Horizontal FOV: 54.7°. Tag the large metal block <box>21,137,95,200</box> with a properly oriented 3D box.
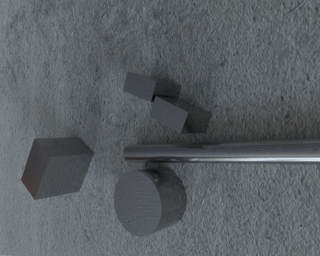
[{"bbox_3d":[-0.166,0.063,0.503,0.050,0.081,0.079,38,113,33],"label":"large metal block"}]

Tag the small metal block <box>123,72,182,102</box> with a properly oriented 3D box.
[{"bbox_3d":[-0.009,-0.051,0.395,0.050,0.050,0.025,25,106,37],"label":"small metal block"}]

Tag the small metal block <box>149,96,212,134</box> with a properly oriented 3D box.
[{"bbox_3d":[0.025,-0.016,0.367,0.050,0.050,0.025,31,109,35],"label":"small metal block"}]

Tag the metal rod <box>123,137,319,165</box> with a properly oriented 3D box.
[{"bbox_3d":[0.073,0.027,0.343,0.300,0.025,0.025,-5,87,39],"label":"metal rod"}]

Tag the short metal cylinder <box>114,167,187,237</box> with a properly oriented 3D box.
[{"bbox_3d":[-0.013,0.092,0.398,0.080,0.050,0.079,0,90,39],"label":"short metal cylinder"}]
